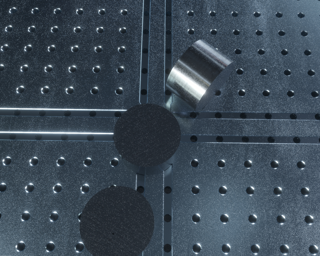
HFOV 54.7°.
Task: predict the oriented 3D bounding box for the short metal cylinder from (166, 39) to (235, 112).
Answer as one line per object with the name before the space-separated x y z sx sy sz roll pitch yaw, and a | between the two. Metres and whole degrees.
short metal cylinder | 0.053 -0.068 0.408 0.050 0.080 0.080 40 75 13

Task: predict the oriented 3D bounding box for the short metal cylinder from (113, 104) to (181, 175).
short metal cylinder | -0.015 0.016 0.393 0.081 0.050 0.080 0 70 0

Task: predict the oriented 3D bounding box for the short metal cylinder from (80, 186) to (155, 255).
short metal cylinder | -0.046 0.111 0.357 0.081 0.050 0.080 0 70 0
